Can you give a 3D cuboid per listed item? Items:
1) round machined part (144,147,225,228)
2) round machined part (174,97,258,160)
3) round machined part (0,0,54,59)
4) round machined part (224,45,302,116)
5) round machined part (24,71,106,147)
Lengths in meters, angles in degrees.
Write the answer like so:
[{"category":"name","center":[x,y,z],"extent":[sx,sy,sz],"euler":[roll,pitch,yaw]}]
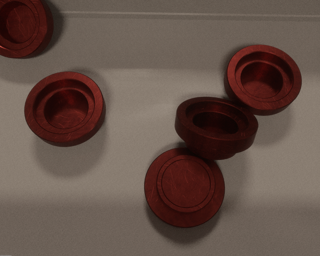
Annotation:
[{"category":"round machined part","center":[0.030,0.070,0.375],"extent":[0.099,0.042,0.098],"euler":[0,70,-1]},{"category":"round machined part","center":[0.067,0.003,0.384],"extent":[0.099,0.042,0.098],"euler":[5,34,-3]},{"category":"round machined part","center":[-0.198,-0.147,0.438],"extent":[0.099,0.042,0.097],"euler":[1,100,5]},{"category":"round machined part","center":[0.137,-0.061,0.425],"extent":[0.099,0.042,0.098],"euler":[0,70,-1]},{"category":"round machined part","center":[-0.120,-0.021,0.407],"extent":[0.099,0.042,0.098],"euler":[0,70,-1]}]
